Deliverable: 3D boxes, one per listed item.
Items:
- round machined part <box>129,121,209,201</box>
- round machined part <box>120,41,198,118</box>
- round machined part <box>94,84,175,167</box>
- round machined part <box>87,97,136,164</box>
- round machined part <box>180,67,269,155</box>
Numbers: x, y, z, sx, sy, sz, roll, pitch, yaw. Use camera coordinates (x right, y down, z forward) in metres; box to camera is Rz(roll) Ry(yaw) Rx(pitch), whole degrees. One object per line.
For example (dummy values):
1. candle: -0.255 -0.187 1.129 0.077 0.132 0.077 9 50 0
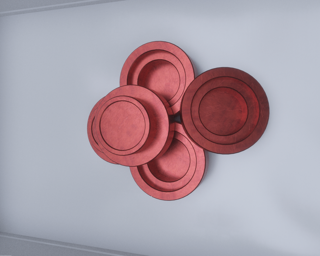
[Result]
1. round machined part: 0.014 0.039 0.394 0.098 0.042 0.097 0 90 19
2. round machined part: 0.002 -0.058 0.399 0.098 0.042 0.097 0 90 19
3. round machined part: -0.036 -0.003 0.365 0.098 0.042 0.097 0 90 19
4. round machined part: -0.056 0.001 0.417 0.098 0.042 0.097 0 90 19
5. round machined part: 0.072 -0.019 0.363 0.099 0.042 0.097 0 87 -1
